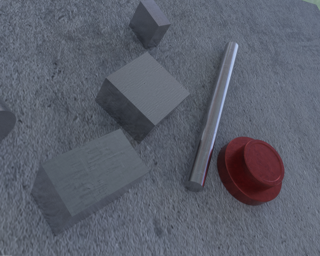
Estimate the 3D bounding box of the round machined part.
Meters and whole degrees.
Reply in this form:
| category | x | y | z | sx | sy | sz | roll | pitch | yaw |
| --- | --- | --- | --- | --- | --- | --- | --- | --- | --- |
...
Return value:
| category | x | y | z | sx | sy | sz | roll | pitch | yaw |
| --- | --- | --- | --- | --- | --- | --- | --- | --- | --- |
| round machined part | 0.133 | 0.055 | 0.433 | 0.099 | 0.042 | 0.098 | 14 | 56 | -21 |

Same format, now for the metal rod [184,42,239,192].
| category | x | y | z | sx | sy | sz | roll | pitch | yaw |
| --- | --- | --- | --- | --- | --- | --- | --- | --- | --- |
| metal rod | 0.087 | -0.037 | 0.475 | 0.025 | 0.025 | 0.300 | 30 | 52 | -10 |

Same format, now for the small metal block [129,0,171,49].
| category | x | y | z | sx | sy | sz | roll | pitch | yaw |
| --- | --- | --- | --- | --- | --- | --- | --- | --- | --- |
| small metal block | -0.017 | -0.160 | 0.478 | 0.025 | 0.050 | 0.050 | -25 | 76 | -37 |

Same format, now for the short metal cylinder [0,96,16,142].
| category | x | y | z | sx | sy | sz | roll | pitch | yaw |
| --- | --- | --- | --- | --- | --- | --- | --- | --- | --- |
| short metal cylinder | -0.181 | -0.008 | 0.276 | 0.081 | 0.080 | 0.050 | -34 | 81 | -38 |

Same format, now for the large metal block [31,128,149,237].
| category | x | y | z | sx | sy | sz | roll | pitch | yaw |
| --- | --- | --- | --- | --- | --- | --- | --- | --- | --- |
| large metal block | -0.070 | 0.053 | 0.299 | 0.081 | 0.080 | 0.050 | -26 | 76 | -37 |

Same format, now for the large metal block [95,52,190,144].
| category | x | y | z | sx | sy | sz | roll | pitch | yaw |
| --- | --- | --- | --- | --- | --- | --- | --- | --- | --- |
| large metal block | -0.022 | -0.040 | 0.402 | 0.080 | 0.050 | 0.080 | 45 | 51 | 2 |
